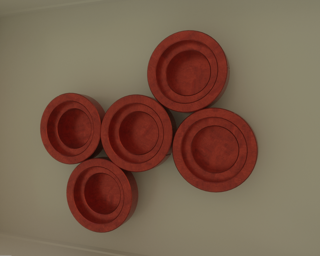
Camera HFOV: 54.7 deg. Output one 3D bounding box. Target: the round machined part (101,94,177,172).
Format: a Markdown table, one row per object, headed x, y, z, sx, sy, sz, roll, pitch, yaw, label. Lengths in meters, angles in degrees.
| x | y | z | sx | sy | sz | roll | pitch | yaw | label |
| --- | --- | --- | --- | --- | --- | --- | --- | --- | --- |
| -0.024 | 0.007 | 0.406 | 0.098 | 0.042 | 0.097 | 0 | 90 | 20 | round machined part |

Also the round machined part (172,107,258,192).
| x | y | z | sx | sy | sz | roll | pitch | yaw | label |
| --- | --- | --- | --- | --- | --- | --- | --- | --- | --- |
| 0.068 | 0.025 | 0.375 | 0.098 | 0.042 | 0.097 | 0 | 90 | 20 | round machined part |

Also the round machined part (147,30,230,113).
| x | y | z | sx | sy | sz | roll | pitch | yaw | label |
| --- | --- | --- | --- | --- | --- | --- | --- | --- | --- |
| 0.037 | -0.067 | 0.386 | 0.098 | 0.042 | 0.097 | 0 | 90 | 20 | round machined part |

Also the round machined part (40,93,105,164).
| x | y | z | sx | sy | sz | roll | pitch | yaw | label |
| --- | --- | --- | --- | --- | --- | --- | --- | --- | --- |
| -0.116 | 0.001 | 0.440 | 0.098 | 0.042 | 0.097 | 0 | 90 | 20 | round machined part |

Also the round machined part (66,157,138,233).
| x | y | z | sx | sy | sz | roll | pitch | yaw | label |
| --- | --- | --- | --- | --- | --- | --- | --- | --- | --- |
| -0.074 | 0.088 | 0.424 | 0.098 | 0.042 | 0.097 | 0 | 90 | 20 | round machined part |
